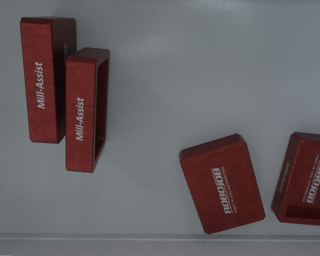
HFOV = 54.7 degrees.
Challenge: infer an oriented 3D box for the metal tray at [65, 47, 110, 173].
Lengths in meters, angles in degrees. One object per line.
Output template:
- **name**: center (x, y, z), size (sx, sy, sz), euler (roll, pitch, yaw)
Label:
- **metal tray**: center (-0.084, -0.024, 0.366), size (0.030, 0.090, 0.129), euler (6, 110, -2)

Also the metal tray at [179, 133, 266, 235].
- **metal tray**: center (0.089, 0.082, 0.439), size (0.090, 0.030, 0.129), euler (-18, 109, 6)

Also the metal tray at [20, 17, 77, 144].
- **metal tray**: center (-0.121, -0.058, 0.354), size (0.030, 0.090, 0.129), euler (3, 110, -1)

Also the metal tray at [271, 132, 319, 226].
- **metal tray**: center (0.220, 0.074, 0.437), size (0.091, 0.030, 0.129), euler (6, 110, -3)
